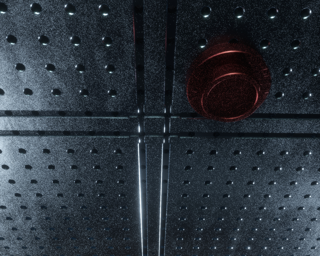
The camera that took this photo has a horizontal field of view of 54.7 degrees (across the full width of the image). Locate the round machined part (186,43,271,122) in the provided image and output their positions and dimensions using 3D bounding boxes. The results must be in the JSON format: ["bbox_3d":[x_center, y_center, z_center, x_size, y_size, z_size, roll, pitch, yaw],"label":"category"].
[{"bbox_3d":[0.081,-0.045,0.363,0.099,0.042,0.097,0,130,0],"label":"round machined part"}]
